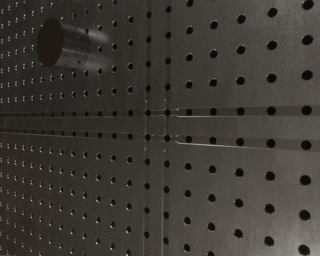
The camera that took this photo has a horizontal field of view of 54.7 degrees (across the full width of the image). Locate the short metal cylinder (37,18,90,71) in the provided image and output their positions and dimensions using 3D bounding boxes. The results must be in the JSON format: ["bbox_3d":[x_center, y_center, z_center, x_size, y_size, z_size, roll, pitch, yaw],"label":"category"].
[{"bbox_3d":[-0.165,-0.140,0.526,0.080,0.050,0.079,0,90,39],"label":"short metal cylinder"}]
